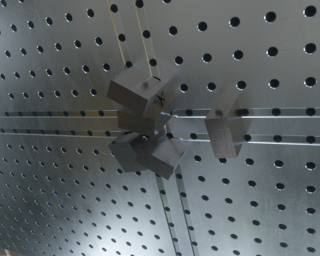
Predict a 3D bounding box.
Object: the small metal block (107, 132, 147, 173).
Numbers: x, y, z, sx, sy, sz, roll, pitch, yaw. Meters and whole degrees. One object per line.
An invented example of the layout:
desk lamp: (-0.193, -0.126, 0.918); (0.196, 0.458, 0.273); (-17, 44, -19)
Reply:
small metal block: (-0.040, 0.035, 0.446); (0.050, 0.025, 0.050); (-14, 112, 47)

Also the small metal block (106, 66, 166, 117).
small metal block: (-0.029, -0.046, 0.380); (0.050, 0.050, 0.025); (29, 128, 9)

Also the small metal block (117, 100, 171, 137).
small metal block: (-0.019, -0.017, 0.393); (0.050, 0.050, 0.025); (14, 124, 20)

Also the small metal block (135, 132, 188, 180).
small metal block: (0.003, 0.035, 0.414); (0.050, 0.050, 0.025); (29, 127, 9)

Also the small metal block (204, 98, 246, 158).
small metal block: (0.076, 0.000, 0.354); (0.025, 0.050, 0.050); (-6, 116, 30)
